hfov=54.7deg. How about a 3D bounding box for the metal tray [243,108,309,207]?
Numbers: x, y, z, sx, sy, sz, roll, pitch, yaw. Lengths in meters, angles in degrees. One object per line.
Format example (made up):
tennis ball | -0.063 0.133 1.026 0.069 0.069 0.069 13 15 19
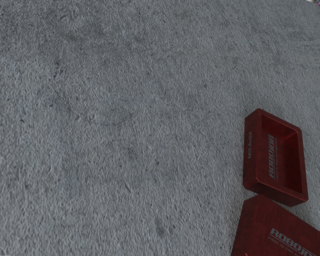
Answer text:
metal tray | 0.173 0.042 0.467 0.090 0.030 0.130 24 53 -14

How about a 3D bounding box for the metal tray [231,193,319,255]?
metal tray | 0.159 0.155 0.392 0.130 0.030 0.090 33 51 -7
